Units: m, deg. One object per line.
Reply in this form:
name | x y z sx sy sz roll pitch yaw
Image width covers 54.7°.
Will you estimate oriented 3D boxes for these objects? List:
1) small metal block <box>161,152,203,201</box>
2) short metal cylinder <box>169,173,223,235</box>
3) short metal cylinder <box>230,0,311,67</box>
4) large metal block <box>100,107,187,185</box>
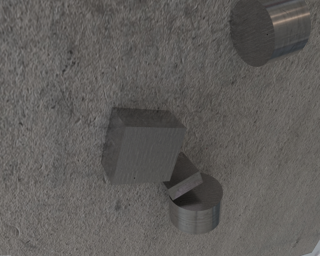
small metal block | 0.026 0.068 0.447 0.050 0.050 0.025 -29 128 -10
short metal cylinder | 0.053 0.113 0.470 0.081 0.080 0.050 -16 125 -19
short metal cylinder | 0.128 -0.119 0.368 0.050 0.080 0.080 -21 127 -16
large metal block | -0.023 0.022 0.392 0.081 0.050 0.079 2 118 -29
